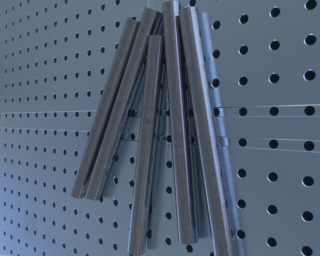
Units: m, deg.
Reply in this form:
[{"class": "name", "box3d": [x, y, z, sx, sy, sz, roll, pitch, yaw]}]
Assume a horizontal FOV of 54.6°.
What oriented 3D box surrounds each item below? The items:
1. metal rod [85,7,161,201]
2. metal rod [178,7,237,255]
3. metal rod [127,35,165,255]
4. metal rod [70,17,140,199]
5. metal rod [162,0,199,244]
[{"class": "metal rod", "box3d": [-0.058, -0.024, 0.459, 0.025, 0.025, 0.298, 32, 110, 35]}, {"class": "metal rod", "box3d": [0.055, 0.004, 0.365, 0.025, 0.025, 0.299, -13, 82, 39]}, {"class": "metal rod", "box3d": [-0.018, 0.027, 0.425, 0.025, 0.025, 0.298, 10, 97, 39]}, {"class": "metal rod", "box3d": [-0.087, -0.020, 0.482, 0.025, 0.025, 0.298, 34, 111, 35]}, {"class": "metal rod", "box3d": [0.025, -0.010, 0.390, 0.025, 0.025, 0.299, -7, 86, 40]}]
